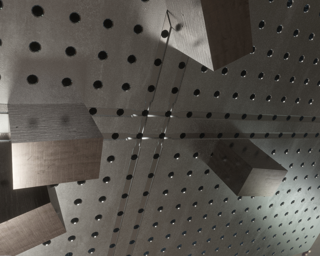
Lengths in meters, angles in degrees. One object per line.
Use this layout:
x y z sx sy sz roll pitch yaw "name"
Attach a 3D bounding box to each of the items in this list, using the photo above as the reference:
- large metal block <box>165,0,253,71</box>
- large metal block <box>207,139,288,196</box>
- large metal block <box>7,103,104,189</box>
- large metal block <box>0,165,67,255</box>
0.050 -0.119 0.331 0.050 0.080 0.080 -28 128 -11 "large metal block"
0.137 0.063 0.492 0.081 0.080 0.050 9 114 -33 "large metal block"
-0.112 0.014 0.324 0.081 0.080 0.050 -3 120 -27 "large metal block"
-0.159 0.090 0.345 0.081 0.080 0.050 -22 127 -16 "large metal block"
